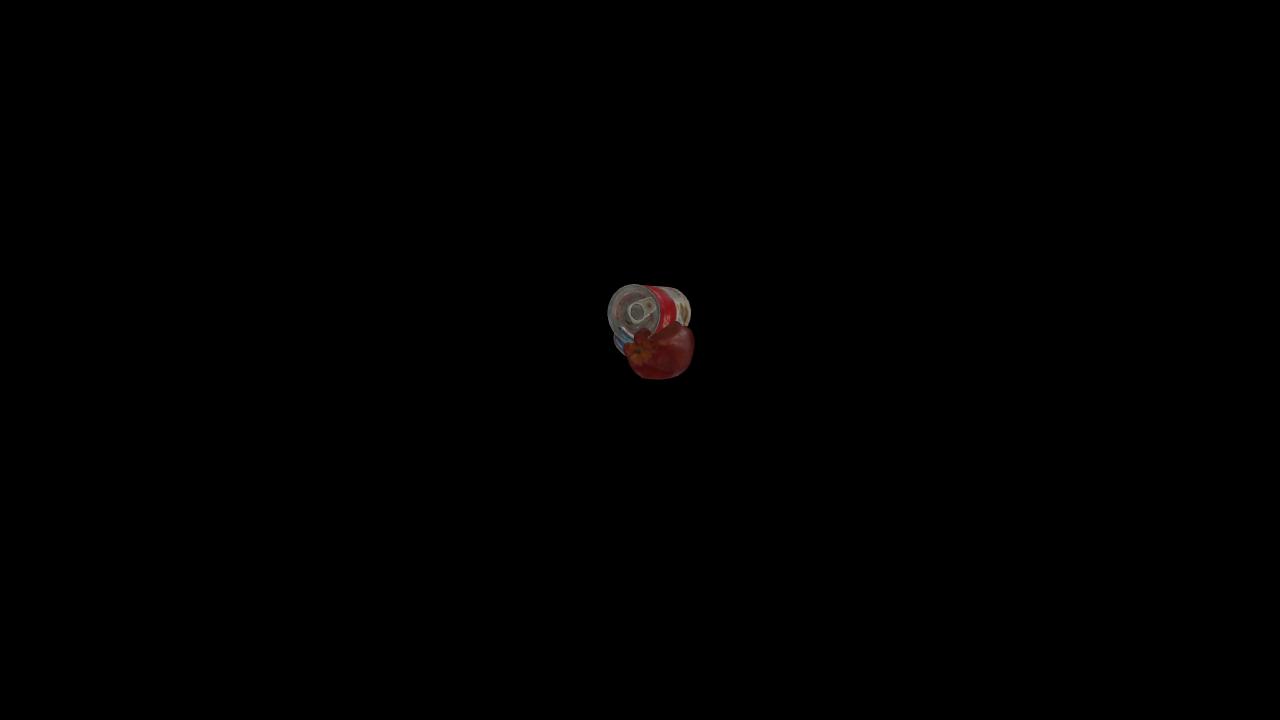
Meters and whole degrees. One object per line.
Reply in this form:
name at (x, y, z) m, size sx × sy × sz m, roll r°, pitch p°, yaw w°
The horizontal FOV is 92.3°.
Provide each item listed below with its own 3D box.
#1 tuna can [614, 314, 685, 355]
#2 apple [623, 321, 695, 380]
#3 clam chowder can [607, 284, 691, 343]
tuna can at (0.011, -0.036, 0.738) m, size 0.084 × 0.034 × 0.084 m, roll 5°, pitch 45°, yaw -5°
apple at (0.023, -0.013, 0.737) m, size 0.079 × 0.079 × 0.093 m, roll 0°, pitch 8°, yaw 31°
clam chowder can at (0.014, -0.057, 0.745) m, size 0.068 × 0.068 × 0.102 m, roll 0°, pitch 5°, yaw 26°
